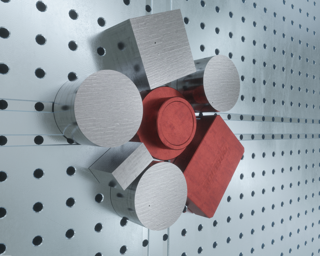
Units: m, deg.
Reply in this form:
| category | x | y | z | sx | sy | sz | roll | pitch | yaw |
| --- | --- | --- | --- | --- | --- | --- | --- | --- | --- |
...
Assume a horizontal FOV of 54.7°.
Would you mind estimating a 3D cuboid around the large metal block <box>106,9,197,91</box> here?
| category | x | y | z | sx | sy | sz | roll | pitch | yaw |
| --- | --- | --- | --- | --- | --- | --- | --- | --- | --- |
| large metal block | -0.009 | -0.095 | 0.385 | 0.081 | 0.050 | 0.080 | -27 | 107 | -37 |

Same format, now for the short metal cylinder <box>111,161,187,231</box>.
| category | x | y | z | sx | sy | sz | roll | pitch | yaw |
| --- | --- | --- | --- | --- | --- | --- | --- | --- | --- |
| short metal cylinder | -0.013 | 0.079 | 0.381 | 0.081 | 0.050 | 0.080 | 0 | 90 | -40 |

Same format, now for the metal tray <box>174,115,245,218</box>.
| category | x | y | z | sx | sy | sz | roll | pitch | yaw |
| --- | --- | --- | --- | --- | --- | --- | --- | --- | --- |
| metal tray | 0.071 | 0.055 | 0.464 | 0.090 | 0.030 | 0.130 | 48 | 61 | -29 |

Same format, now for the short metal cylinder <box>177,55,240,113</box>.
| category | x | y | z | sx | sy | sz | roll | pitch | yaw |
| --- | --- | --- | --- | --- | --- | --- | --- | --- | --- |
| short metal cylinder | 0.072 | -0.062 | 0.452 | 0.081 | 0.050 | 0.080 | 0 | 90 | -40 |

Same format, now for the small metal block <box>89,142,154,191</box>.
| category | x | y | z | sx | sy | sz | roll | pitch | yaw |
| --- | --- | --- | --- | --- | --- | --- | --- | --- | --- |
| small metal block | -0.044 | 0.041 | 0.354 | 0.050 | 0.050 | 0.025 | -45 | 117 | -31 |

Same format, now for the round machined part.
| category | x | y | z | sx | sy | sz | roll | pitch | yaw |
| --- | --- | --- | --- | --- | --- | --- | --- | --- | --- |
| round machined part | 0.009 | -0.006 | 0.405 | 0.099 | 0.042 | 0.097 | 0 | 90 | -40 |

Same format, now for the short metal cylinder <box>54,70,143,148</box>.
| category | x | y | z | sx | sy | sz | roll | pitch | yaw |
| --- | --- | --- | --- | --- | --- | --- | --- | --- | --- |
| short metal cylinder | -0.066 | -0.020 | 0.336 | 0.081 | 0.050 | 0.080 | 0 | 90 | -40 |
